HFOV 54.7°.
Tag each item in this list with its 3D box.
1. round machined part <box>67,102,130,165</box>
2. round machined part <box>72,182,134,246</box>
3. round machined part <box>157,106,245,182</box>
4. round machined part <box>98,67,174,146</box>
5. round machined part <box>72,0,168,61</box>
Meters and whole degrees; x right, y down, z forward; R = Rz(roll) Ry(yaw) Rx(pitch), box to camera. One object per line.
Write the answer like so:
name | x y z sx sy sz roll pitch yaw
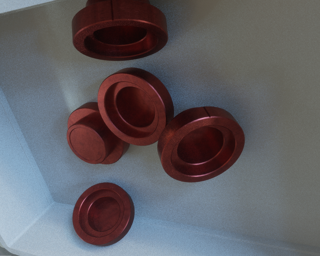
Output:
round machined part | -0.097 0.014 0.458 0.098 0.042 0.097 13 124 21
round machined part | -0.088 0.142 0.507 0.098 0.098 0.042 13 156 21
round machined part | 0.045 0.015 0.363 0.099 0.042 0.097 -9 129 -11
round machined part | -0.026 -0.030 0.391 0.098 0.042 0.097 14 123 23
round machined part | -0.042 -0.109 0.327 0.098 0.099 0.042 -12 79 33
